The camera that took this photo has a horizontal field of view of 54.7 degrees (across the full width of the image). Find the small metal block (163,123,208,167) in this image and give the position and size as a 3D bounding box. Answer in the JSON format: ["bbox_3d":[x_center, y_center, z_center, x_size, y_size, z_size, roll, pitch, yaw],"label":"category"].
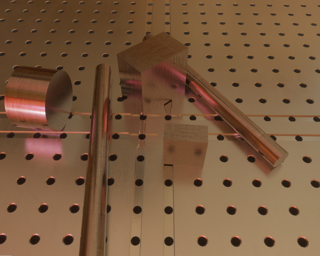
[{"bbox_3d":[0.030,0.021,0.374,0.050,0.050,0.025,4,50,3],"label":"small metal block"}]

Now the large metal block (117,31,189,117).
[{"bbox_3d":[-0.009,-0.076,0.435,0.080,0.080,0.050,-33,58,-25],"label":"large metal block"}]

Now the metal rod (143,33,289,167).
[{"bbox_3d":[0.064,-0.057,0.456,0.025,0.025,0.300,-27,55,-21],"label":"metal rod"}]

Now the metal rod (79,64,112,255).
[{"bbox_3d":[-0.076,0.024,0.386,0.025,0.025,0.300,-3,50,-3],"label":"metal rod"}]

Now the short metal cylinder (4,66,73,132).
[{"bbox_3d":[-0.154,-0.038,0.402,0.050,0.080,0.080,7,51,6],"label":"short metal cylinder"}]
